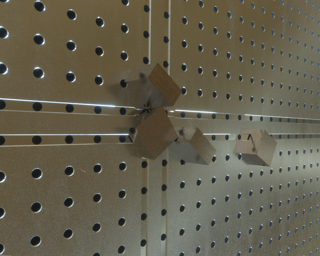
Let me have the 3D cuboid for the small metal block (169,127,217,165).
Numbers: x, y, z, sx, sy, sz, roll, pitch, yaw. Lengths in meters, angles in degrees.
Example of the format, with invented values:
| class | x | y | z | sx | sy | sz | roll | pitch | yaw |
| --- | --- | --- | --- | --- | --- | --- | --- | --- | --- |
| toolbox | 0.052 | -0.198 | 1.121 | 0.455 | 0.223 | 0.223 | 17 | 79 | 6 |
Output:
| class | x | y | z | sx | sy | sz | roll | pitch | yaw |
| --- | --- | --- | --- | --- | --- | --- | --- | --- | --- |
| small metal block | 0.041 | 0.025 | 0.430 | 0.050 | 0.050 | 0.025 | 48 | 61 | -30 |

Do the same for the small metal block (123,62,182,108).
| class | x | y | z | sx | sy | sz | roll | pitch | yaw |
| --- | --- | --- | --- | --- | --- | --- | --- | --- | --- |
| small metal block | -0.009 | -0.052 | 0.387 | 0.050 | 0.050 | 0.025 | 45 | 63 | -31 |

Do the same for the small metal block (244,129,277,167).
| class | x | y | z | sx | sy | sz | roll | pitch | yaw |
| --- | --- | --- | --- | --- | --- | --- | --- | --- | --- |
| small metal block | 0.186 | 0.037 | 0.569 | 0.050 | 0.025 | 0.050 | 37 | 67 | -34 |

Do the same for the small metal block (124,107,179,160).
| class | x | y | z | sx | sy | sz | roll | pitch | yaw |
| --- | --- | --- | --- | --- | --- | --- | --- | --- | --- |
| small metal block | -0.010 | 0.006 | 0.403 | 0.050 | 0.025 | 0.050 | -42 | 116 | -32 |
